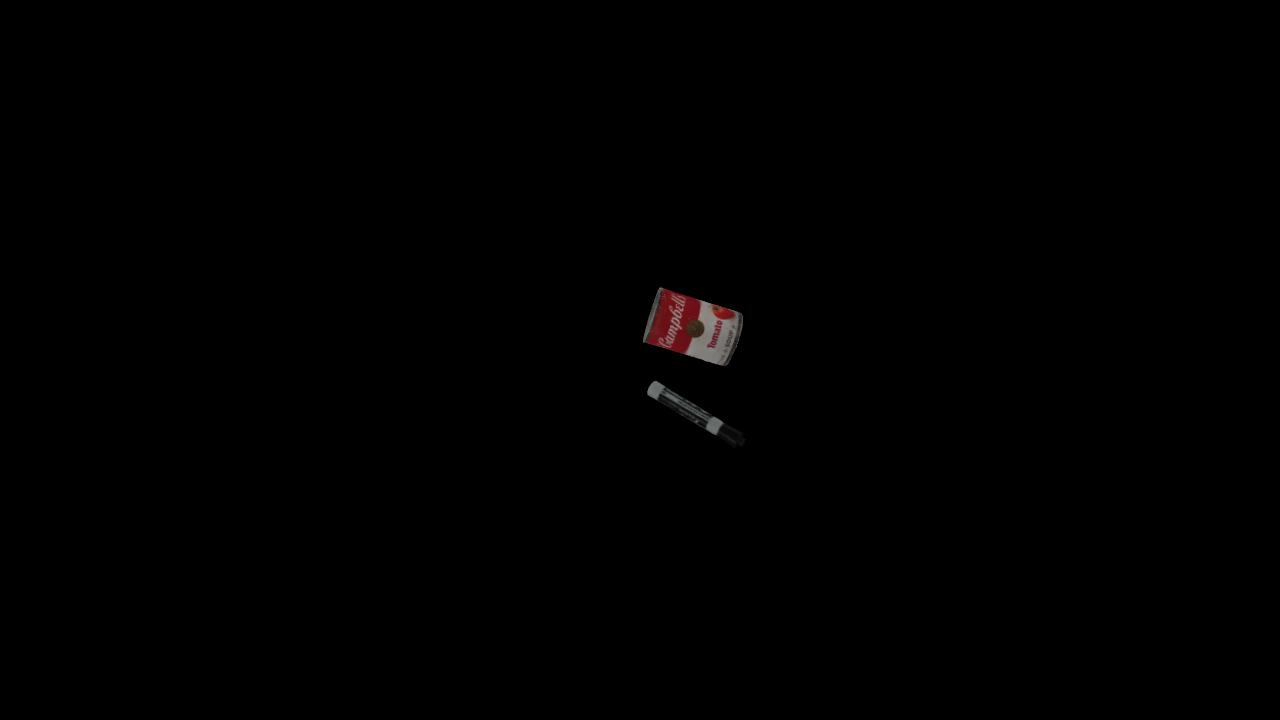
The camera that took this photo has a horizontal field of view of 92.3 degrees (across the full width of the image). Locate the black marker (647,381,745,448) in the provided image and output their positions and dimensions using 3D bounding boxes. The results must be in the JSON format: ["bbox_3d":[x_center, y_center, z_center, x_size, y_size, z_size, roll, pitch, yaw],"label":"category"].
[{"bbox_3d":[0.061,0.059,0.671,0.121,0.020,0.020,30,13,23],"label":"black marker"}]

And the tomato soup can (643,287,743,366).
[{"bbox_3d":[0.061,-0.037,0.714,0.101,0.068,0.068,17,-1,-5],"label":"tomato soup can"}]
